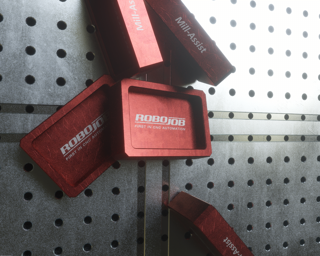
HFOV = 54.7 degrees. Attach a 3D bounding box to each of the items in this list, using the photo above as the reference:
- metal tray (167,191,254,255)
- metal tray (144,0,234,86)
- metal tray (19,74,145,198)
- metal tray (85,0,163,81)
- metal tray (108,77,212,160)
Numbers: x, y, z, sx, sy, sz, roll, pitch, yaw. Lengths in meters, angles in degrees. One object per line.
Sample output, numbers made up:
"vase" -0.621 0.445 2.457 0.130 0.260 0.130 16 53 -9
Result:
"metal tray" 0.074 0.146 0.407 0.030 0.090 0.130 -43 104 -15
"metal tray" 0.029 -0.113 0.387 0.030 0.090 0.130 -42 104 3
"metal tray" -0.087 0.008 0.378 0.130 0.030 0.090 -42 104 -15
"metal tray" -0.047 -0.122 0.359 0.030 0.090 0.129 -22 98 -24
"metal tray" 0.004 -0.007 0.382 0.131 0.030 0.090 4 76 -36
